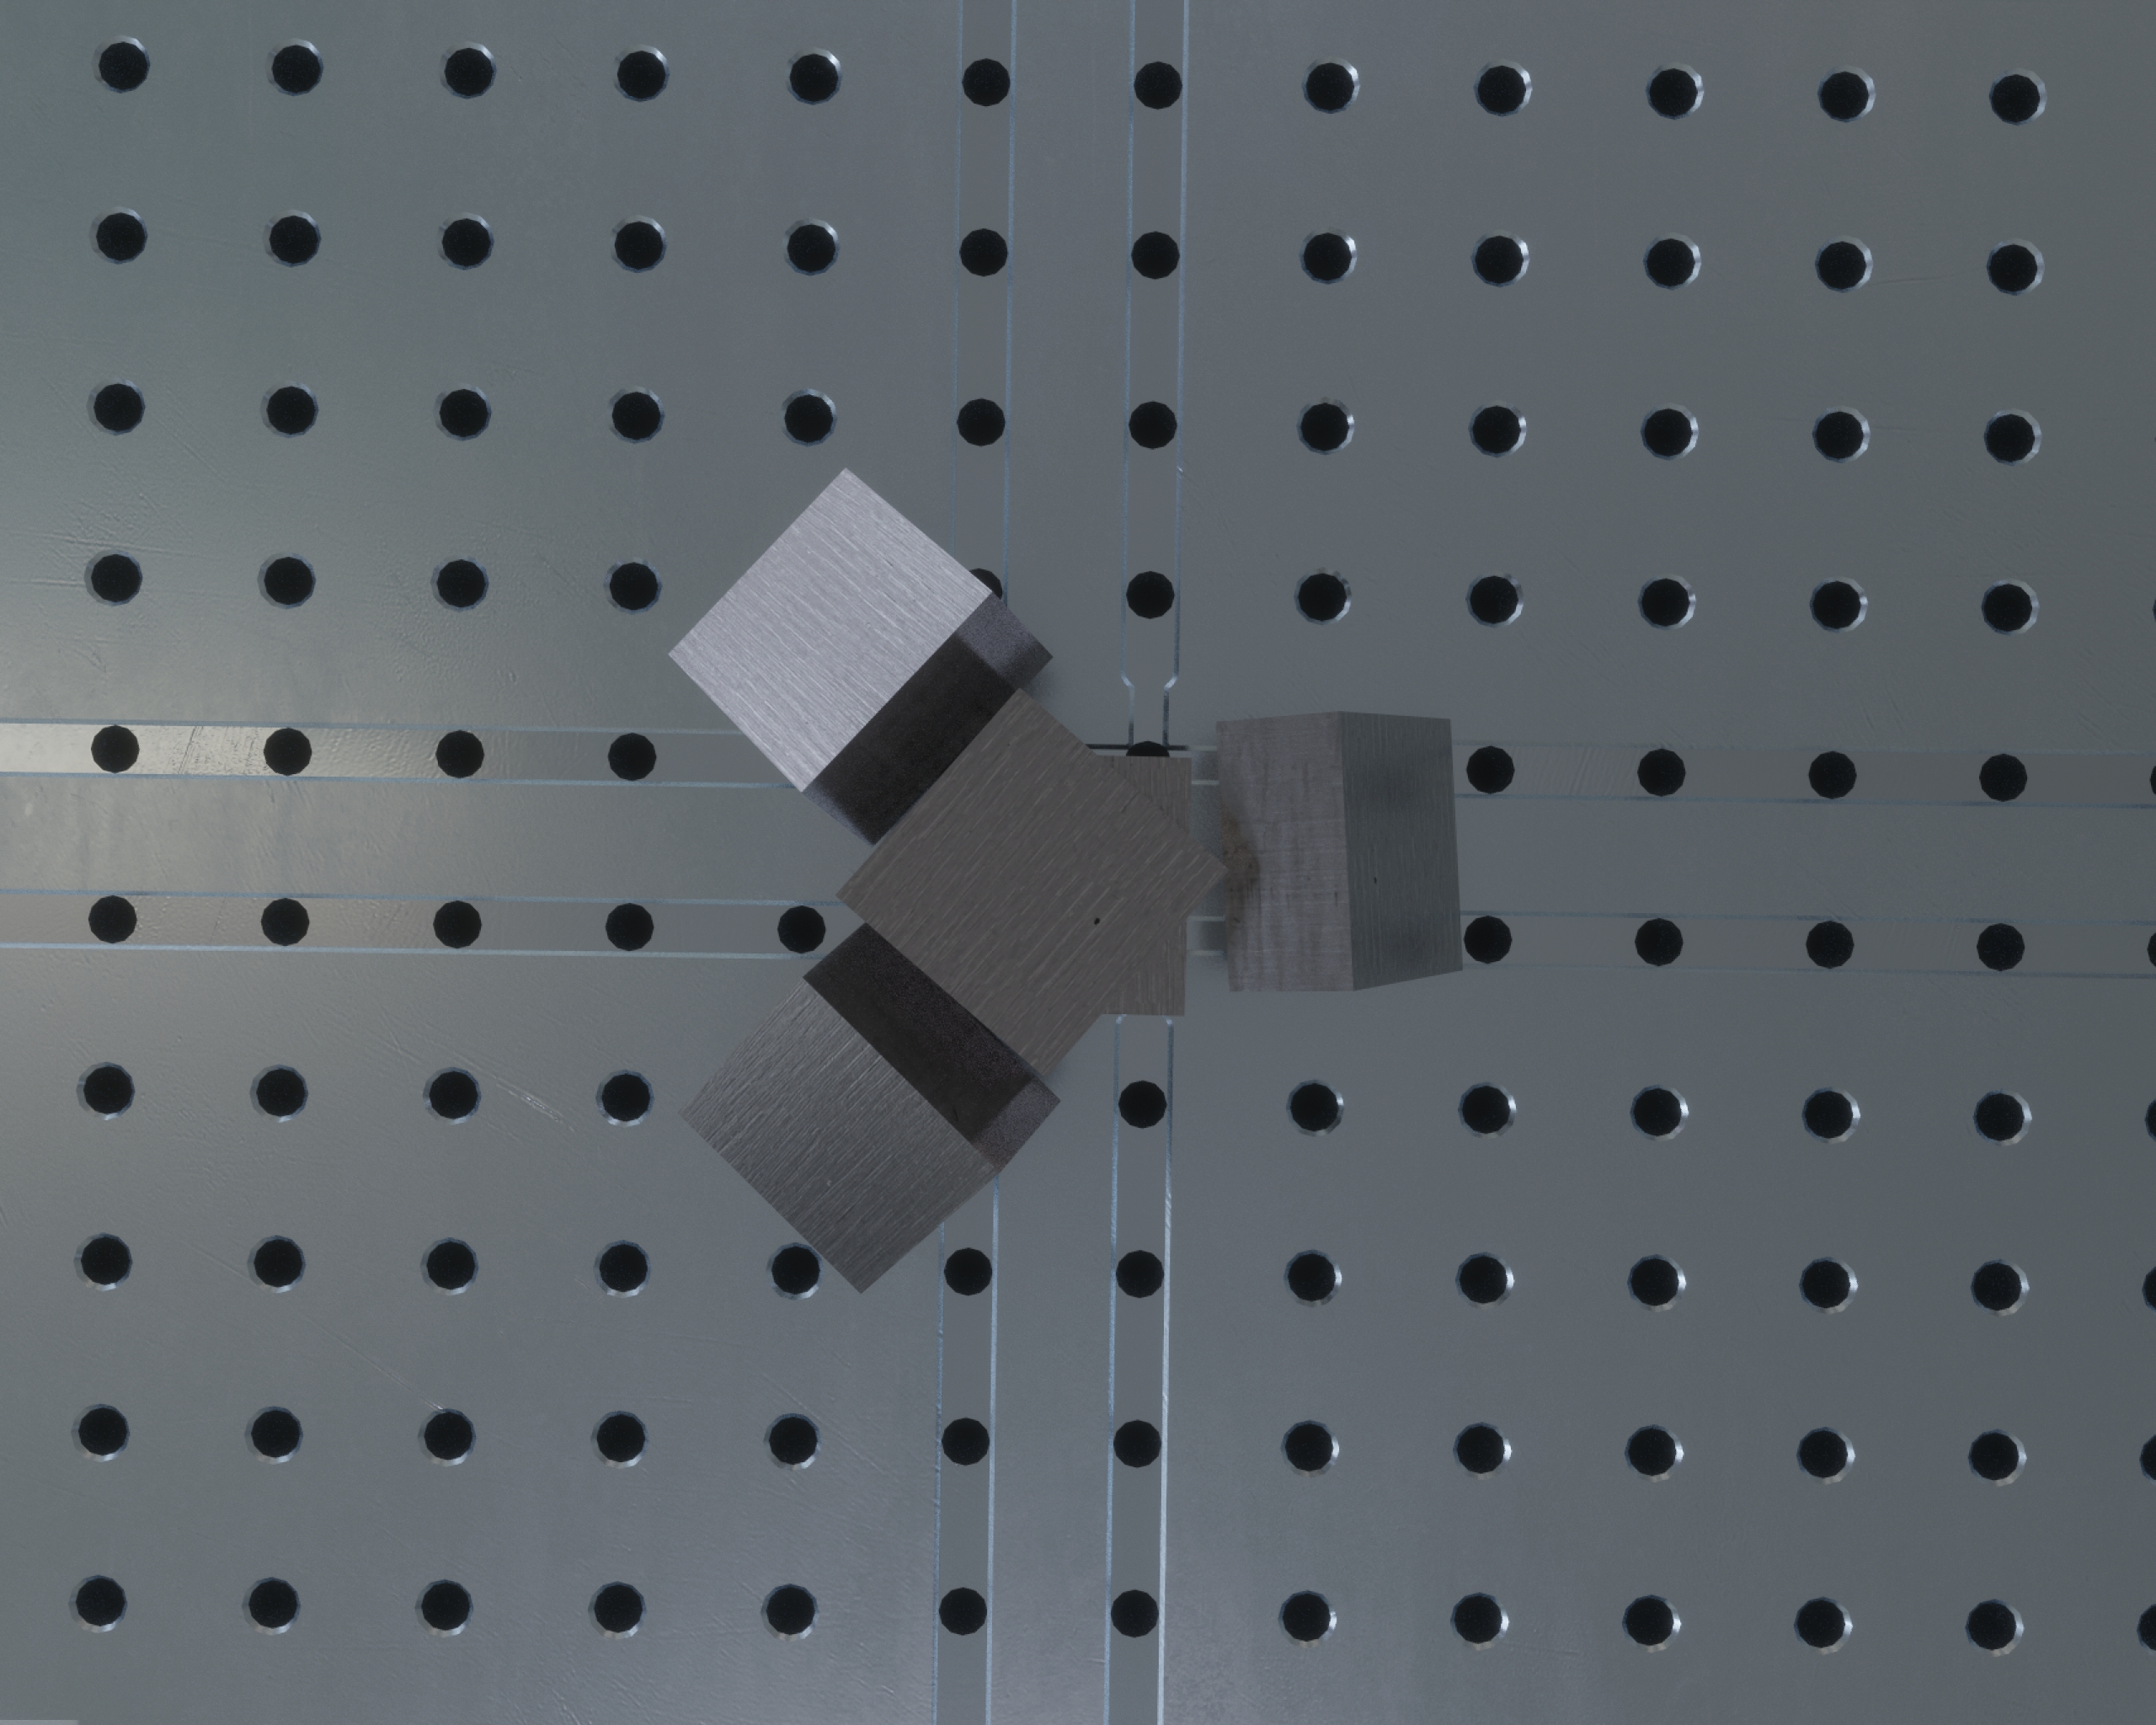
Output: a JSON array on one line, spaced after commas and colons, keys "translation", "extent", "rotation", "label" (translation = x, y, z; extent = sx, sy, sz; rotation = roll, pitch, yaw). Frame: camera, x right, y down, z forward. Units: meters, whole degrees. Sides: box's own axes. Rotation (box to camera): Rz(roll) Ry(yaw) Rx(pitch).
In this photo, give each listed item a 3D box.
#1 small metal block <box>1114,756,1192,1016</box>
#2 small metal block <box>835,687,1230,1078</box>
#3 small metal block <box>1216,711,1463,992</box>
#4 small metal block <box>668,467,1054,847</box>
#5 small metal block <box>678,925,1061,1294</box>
[{"translation": [-0.004, 0.003, 0.413], "extent": [0.050, 0.025, 0.050], "rotation": [2, 93, 0], "label": "small metal block"}, {"translation": [-0.008, 0.004, 0.388], "extent": [0.050, 0.025, 0.050], "rotation": [41, 89, -1], "label": "small metal block"}, {"translation": [0.051, -0.002, 0.398], "extent": [0.025, 0.050, 0.050], "rotation": [-3, 90, 33], "label": "small metal block"}, {"translation": [-0.042, -0.040, 0.401], "extent": [0.050, 0.025, 0.050], "rotation": [-47, 54, 0], "label": "small metal block"}, {"translation": [-0.040, 0.047, 0.400], "extent": [0.050, 0.025, 0.050], "rotation": [45, 127, 0], "label": "small metal block"}]
